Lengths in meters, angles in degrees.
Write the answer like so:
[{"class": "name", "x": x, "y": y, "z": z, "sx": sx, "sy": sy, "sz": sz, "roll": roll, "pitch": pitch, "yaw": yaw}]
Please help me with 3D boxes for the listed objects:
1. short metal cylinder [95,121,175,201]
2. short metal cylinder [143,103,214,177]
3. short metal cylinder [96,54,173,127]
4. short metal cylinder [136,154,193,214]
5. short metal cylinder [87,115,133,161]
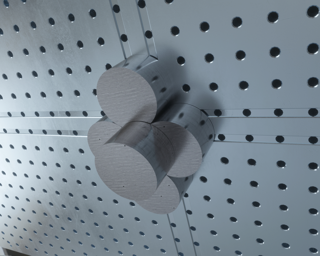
[{"class": "short metal cylinder", "x": -0.029, "y": 0.039, "z": 0.369, "sx": 0.080, "sy": 0.050, "sz": 0.079, "roll": 13, "pitch": 124, "yaw": 21}, {"class": "short metal cylinder", "x": 0.023, "y": 0.015, "z": 0.392, "sx": 0.080, "sy": 0.050, "sz": 0.079, "roll": 13, "pitch": 124, "yaw": 21}, {"class": "short metal cylinder", "x": -0.030, "y": -0.045, "z": 0.383, "sx": 0.080, "sy": 0.050, "sz": 0.079, "roll": 13, "pitch": 124, "yaw": 20}, {"class": "short metal cylinder", "x": 0.000, "y": 0.075, "z": 0.441, "sx": 0.080, "sy": 0.050, "sz": 0.079, "roll": 12, "pitch": 122, "yaw": 21}, {"class": "short metal cylinder", "x": -0.053, "y": 0.014, "z": 0.432, "sx": 0.080, "sy": 0.050, "sz": 0.079, "roll": 13, "pitch": 124, "yaw": 21}]
